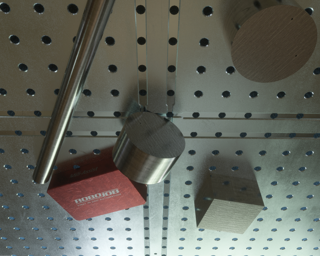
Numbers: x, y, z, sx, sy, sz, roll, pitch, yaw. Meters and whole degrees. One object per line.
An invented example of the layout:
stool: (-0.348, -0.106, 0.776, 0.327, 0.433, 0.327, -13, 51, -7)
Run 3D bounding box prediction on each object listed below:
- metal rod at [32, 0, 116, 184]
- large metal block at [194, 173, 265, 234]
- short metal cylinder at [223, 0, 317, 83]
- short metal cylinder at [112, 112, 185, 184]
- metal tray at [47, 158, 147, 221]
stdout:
metal rod: (-0.118, -0.028, 0.386, 0.025, 0.025, 0.298, 20, 127, -16)
large metal block: (0.108, 0.123, 0.501, 0.081, 0.050, 0.079, 11, 129, -9)
short metal cylinder: (0.109, -0.094, 0.316, 0.081, 0.050, 0.079, 0, 130, 0)
short metal cylinder: (-0.015, 0.024, 0.396, 0.081, 0.080, 0.050, 18, 128, -15)
metal tray: (-0.097, 0.098, 0.491, 0.130, 0.030, 0.090, -18, 128, 14)
